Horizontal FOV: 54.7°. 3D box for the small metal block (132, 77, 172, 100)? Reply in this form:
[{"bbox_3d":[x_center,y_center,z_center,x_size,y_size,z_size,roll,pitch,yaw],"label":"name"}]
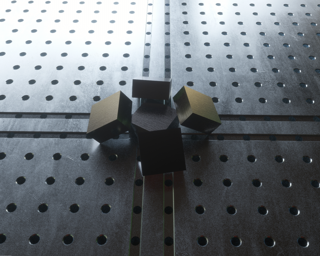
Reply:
[{"bbox_3d":[-0.010,-0.057,0.439,0.050,0.025,0.050,5,14,4],"label":"small metal block"}]

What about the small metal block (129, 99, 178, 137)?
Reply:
[{"bbox_3d":[-0.008,-0.008,0.413,0.050,0.025,0.050,25,54,19],"label":"small metal block"}]

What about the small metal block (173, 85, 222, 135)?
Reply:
[{"bbox_3d":[0.049,-0.023,0.412,0.050,0.025,0.050,18,41,-32],"label":"small metal block"}]

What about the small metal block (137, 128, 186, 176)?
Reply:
[{"bbox_3d":[0.001,0.028,0.368,0.050,0.025,0.050,-7,86,-6],"label":"small metal block"}]

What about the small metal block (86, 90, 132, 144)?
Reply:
[{"bbox_3d":[-0.065,-0.014,0.404,0.050,0.025,0.050,-24,45,25],"label":"small metal block"}]
